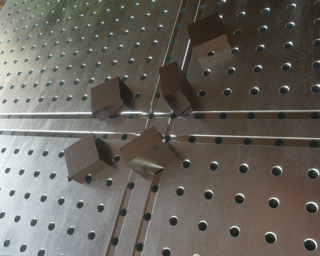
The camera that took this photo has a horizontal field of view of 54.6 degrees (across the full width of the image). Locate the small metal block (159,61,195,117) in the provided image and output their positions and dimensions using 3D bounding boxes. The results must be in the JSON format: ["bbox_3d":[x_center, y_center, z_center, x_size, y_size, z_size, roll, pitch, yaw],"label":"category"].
[{"bbox_3d":[0.023,-0.051,0.413,0.025,0.050,0.050,-18,55,18],"label":"small metal block"}]

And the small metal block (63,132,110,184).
[{"bbox_3d":[-0.104,0.042,0.439,0.050,0.025,0.050,-32,52,7],"label":"small metal block"}]

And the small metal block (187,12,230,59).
[{"bbox_3d":[0.071,-0.136,0.456,0.050,0.025,0.050,-19,54,17],"label":"small metal block"}]

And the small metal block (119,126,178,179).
[{"bbox_3d":[-0.013,0.031,0.381,0.050,0.050,0.025,-34,51,6],"label":"small metal block"}]

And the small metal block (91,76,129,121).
[{"bbox_3d":[-0.078,-0.045,0.478,0.050,0.025,0.050,-22,54,15],"label":"small metal block"}]
